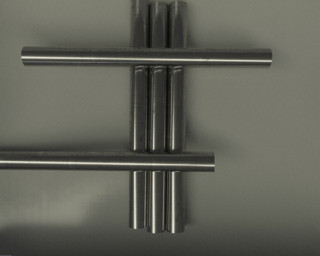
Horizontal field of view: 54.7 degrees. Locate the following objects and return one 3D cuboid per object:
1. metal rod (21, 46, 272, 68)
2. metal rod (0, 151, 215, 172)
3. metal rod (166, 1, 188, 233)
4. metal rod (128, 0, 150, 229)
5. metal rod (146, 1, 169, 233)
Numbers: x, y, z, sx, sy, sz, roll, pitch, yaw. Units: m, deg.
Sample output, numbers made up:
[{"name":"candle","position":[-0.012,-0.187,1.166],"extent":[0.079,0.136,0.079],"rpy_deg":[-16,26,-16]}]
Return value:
[{"name":"metal rod","position":[-0.016,-0.088,0.385],"extent":[0.302,0.025,0.025],"rpy_deg":[0,90,0]},{"name":"metal rod","position":[-0.084,0.042,0.391],"extent":[0.302,0.025,0.025],"rpy_deg":[0,90,7]},{"name":"metal rod","position":[0.022,-0.014,0.410],"extent":[0.025,0.025,0.298],"rpy_deg":[1,90,0]},{"name":"metal rod","position":[-0.028,-0.019,0.410],"extent":[0.025,0.025,0.298],"rpy_deg":[1,90,0]},{"name":"metal rod","position":[-0.003,-0.014,0.410],"extent":[0.025,0.025,0.298],"rpy_deg":[1,90,0]}]
